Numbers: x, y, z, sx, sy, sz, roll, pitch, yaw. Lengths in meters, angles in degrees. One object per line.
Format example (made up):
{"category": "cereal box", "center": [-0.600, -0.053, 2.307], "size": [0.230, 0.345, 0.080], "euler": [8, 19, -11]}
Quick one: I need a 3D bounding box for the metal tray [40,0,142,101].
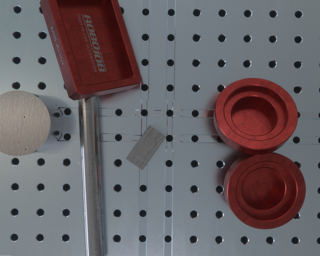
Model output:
{"category": "metal tray", "center": [-0.084, -0.107, 0.387], "size": [0.091, 0.030, 0.129], "euler": [-17, 90, -34]}

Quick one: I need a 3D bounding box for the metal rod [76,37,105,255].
{"category": "metal rod", "center": [-0.093, 0.031, 0.412], "size": [0.025, 0.025, 0.298], "euler": [-3, 90, 0]}

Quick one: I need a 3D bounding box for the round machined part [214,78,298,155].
{"category": "round machined part", "center": [0.118, -0.012, 0.394], "size": [0.099, 0.042, 0.098], "euler": [-2, 66, 4]}

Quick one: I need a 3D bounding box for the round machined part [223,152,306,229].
{"category": "round machined part", "center": [0.131, 0.077, 0.403], "size": [0.099, 0.042, 0.097], "euler": [0, 94, -1]}

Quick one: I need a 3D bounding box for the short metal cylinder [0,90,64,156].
{"category": "short metal cylinder", "center": [-0.173, -0.006, 0.399], "size": [0.081, 0.050, 0.080], "euler": [0, 90, 0]}

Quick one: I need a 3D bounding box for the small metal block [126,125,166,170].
{"category": "small metal block", "center": [-0.017, 0.024, 0.401], "size": [0.025, 0.050, 0.050], "euler": [35, 90, 0]}
